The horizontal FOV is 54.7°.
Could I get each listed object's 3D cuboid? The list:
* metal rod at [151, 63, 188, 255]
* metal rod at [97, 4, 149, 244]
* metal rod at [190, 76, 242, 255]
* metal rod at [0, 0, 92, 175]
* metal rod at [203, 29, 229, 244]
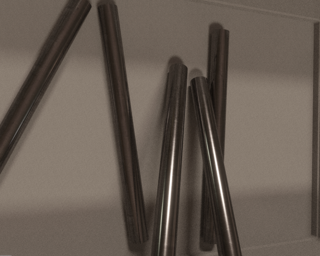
[{"bbox_3d":[0.012,0.051,0.352,0.025,0.025,0.299,17,60,-20],"label":"metal rod"},{"bbox_3d":[-0.046,-0.003,0.394,0.025,0.025,0.298,-9,93,-20],"label":"metal rod"},{"bbox_3d":[0.069,0.069,0.369,0.025,0.025,0.299,4,62,-20],"label":"metal rod"},{"bbox_3d":[-0.157,-0.019,0.352,0.025,0.025,0.299,28,81,-18],"label":"metal rod"},{"bbox_3d":[0.080,0.011,0.441,0.025,0.025,0.298,3,89,-20],"label":"metal rod"}]
